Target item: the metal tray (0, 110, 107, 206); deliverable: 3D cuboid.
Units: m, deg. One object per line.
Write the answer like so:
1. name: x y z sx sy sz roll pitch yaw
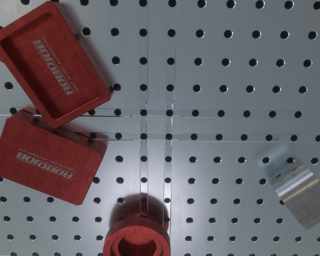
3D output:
1. metal tray: -0.151 0.043 0.425 0.131 0.030 0.089 24 108 -9

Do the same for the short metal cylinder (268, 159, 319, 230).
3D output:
1. short metal cylinder: 0.193 0.089 0.418 0.050 0.080 0.080 -39 106 13

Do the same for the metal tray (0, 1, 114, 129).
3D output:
1. metal tray: -0.129 -0.075 0.381 0.090 0.030 0.130 -27 108 9

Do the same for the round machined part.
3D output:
1. round machined part: -0.034 0.174 0.468 0.099 0.042 0.097 0 110 0
